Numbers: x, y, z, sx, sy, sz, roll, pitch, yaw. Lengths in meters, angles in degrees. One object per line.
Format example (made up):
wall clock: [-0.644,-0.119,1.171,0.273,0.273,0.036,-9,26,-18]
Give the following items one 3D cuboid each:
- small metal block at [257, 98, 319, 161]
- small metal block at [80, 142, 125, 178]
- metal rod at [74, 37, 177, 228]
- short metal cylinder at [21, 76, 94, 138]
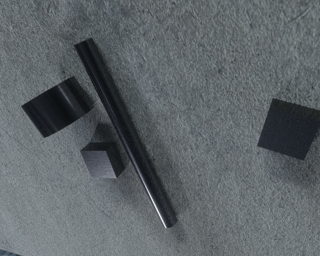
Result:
small metal block: [0.139,0.001,0.334,0.050,0.025,0.050,18,126,17]
small metal block: [-0.089,0.050,0.483,0.050,0.025,0.050,-3,117,29]
metal rod: [-0.040,0.020,0.438,0.025,0.025,0.299,-11,113,32]
short metal cylinder: [-0.138,-0.029,0.424,0.080,0.080,0.050,-20,108,35]
